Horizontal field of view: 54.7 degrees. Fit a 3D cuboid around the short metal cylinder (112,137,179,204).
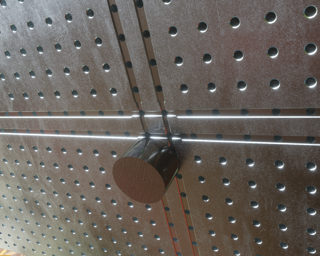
[{"bbox_3d":[-0.020,0.060,0.441,0.080,0.050,0.079,13,124,20],"label":"short metal cylinder"}]
